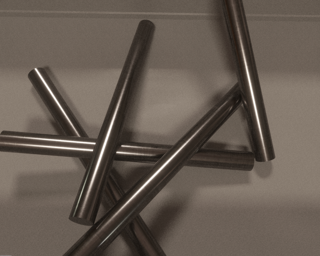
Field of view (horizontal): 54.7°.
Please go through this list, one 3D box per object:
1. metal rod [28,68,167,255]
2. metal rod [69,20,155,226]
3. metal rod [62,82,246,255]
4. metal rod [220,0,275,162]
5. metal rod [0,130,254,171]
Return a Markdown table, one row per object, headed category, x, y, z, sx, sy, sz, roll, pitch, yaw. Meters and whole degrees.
| category | x | y | z | sx | sy | sz | roll | pitch | yaw |
| --- | --- | --- | --- | --- | --- | --- | --- | --- | --- |
| metal rod | -0.087 | 0.039 | 0.394 | 0.025 | 0.025 | 0.299 | -33 | 74 | -12 |
| metal rod | -0.048 | -0.031 | 0.383 | 0.025 | 0.025 | 0.300 | 11 | 56 | 3 |
| metal rod | 0.015 | 0.038 | 0.352 | 0.025 | 0.025 | 0.301 | 41 | 63 | 13 |
| metal rod | 0.098 | -0.103 | 0.378 | 0.025 | 0.025 | 0.298 | -16 | 98 | -6 |
| metal rod | -0.034 | 0.029 | 0.378 | 0.302 | 0.025 | 0.025 | 5 | 70 | -7 |
